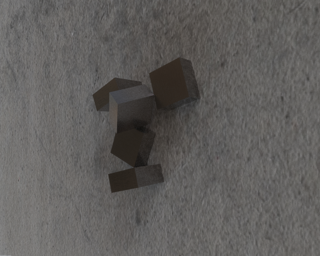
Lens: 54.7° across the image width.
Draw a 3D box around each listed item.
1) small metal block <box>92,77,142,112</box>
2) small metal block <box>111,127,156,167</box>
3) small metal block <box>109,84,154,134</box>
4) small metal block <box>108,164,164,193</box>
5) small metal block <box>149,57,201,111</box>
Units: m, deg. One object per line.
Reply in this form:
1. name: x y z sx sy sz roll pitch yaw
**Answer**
1. small metal block: -0.057 -0.045 0.433 0.050 0.050 0.025 -29 72 36
2. small metal block: -0.038 0.021 0.434 0.050 0.025 0.050 26 106 36
3. small metal block: -0.038 -0.025 0.405 0.025 0.050 0.050 52 147 36
4. small metal block: -0.031 0.067 0.413 0.050 0.050 0.025 -19 78 38
5. small metal block: 0.018 -0.053 0.389 0.050 0.025 0.050 -21 77 38
